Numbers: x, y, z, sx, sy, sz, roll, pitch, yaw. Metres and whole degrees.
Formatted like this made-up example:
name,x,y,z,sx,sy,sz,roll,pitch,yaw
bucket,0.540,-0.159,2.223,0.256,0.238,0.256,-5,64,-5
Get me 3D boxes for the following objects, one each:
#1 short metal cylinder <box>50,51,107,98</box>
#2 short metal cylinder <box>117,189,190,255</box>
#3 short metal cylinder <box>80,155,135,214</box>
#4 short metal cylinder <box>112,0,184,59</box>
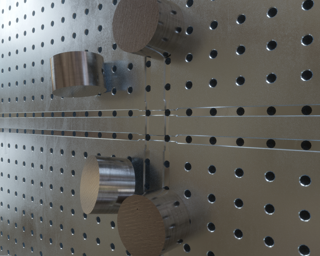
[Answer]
name,x,y,z,sx,sy,sz,roll,pitch,yaw
short metal cylinder,-0.124,-0.080,0.474,0.080,0.081,0.050,-11,83,39
short metal cylinder,-0.009,0.122,0.399,0.080,0.050,0.079,0,90,39
short metal cylinder,-0.075,0.080,0.436,0.080,0.050,0.080,-24,62,56
short metal cylinder,-0.016,-0.134,0.404,0.080,0.050,0.079,0,90,39
